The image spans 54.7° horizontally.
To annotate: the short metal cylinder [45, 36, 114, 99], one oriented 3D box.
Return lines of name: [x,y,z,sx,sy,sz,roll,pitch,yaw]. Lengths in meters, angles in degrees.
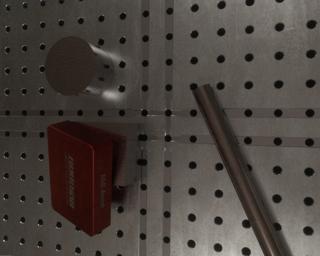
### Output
short metal cylinder: [-0.113,-0.083,0.438,0.080,0.050,0.079,0,90,19]

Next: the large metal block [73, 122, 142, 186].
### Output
large metal block: [-0.072,0.032,0.424,0.080,0.050,0.079,2,91,19]

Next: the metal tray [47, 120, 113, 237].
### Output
metal tray: [-0.105,0.064,0.403,0.090,0.030,0.129,20,116,34]

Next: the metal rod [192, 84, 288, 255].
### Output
metal rod: [0.109,0.086,0.373,0.025,0.025,0.299,-25,82,18]
